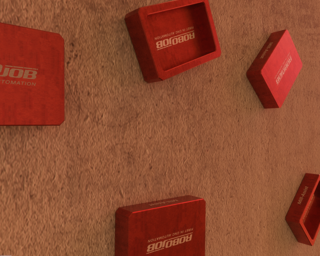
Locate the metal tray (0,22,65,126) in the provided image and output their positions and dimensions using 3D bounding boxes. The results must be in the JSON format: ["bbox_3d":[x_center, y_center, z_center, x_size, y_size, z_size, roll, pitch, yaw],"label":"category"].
[{"bbox_3d":[-0.153,-0.047,0.273,0.131,0.030,0.089,-1,90,-40],"label":"metal tray"}]

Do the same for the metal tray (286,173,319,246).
[{"bbox_3d":[0.325,0.174,0.673,0.130,0.030,0.090,-50,120,-28],"label":"metal tray"}]

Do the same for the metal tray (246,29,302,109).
[{"bbox_3d":[0.219,-0.111,0.584,0.090,0.030,0.130,52,60,-28],"label":"metal tray"}]

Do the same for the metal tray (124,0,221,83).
[{"bbox_3d":[0.023,-0.123,0.420,0.131,0.030,0.090,-29,108,-36],"label":"metal tray"}]

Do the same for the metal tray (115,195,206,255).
[{"bbox_3d":[0.005,0.143,0.405,0.131,0.030,0.089,1,89,-40],"label":"metal tray"}]
